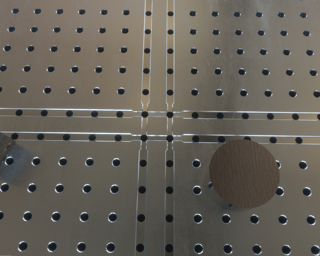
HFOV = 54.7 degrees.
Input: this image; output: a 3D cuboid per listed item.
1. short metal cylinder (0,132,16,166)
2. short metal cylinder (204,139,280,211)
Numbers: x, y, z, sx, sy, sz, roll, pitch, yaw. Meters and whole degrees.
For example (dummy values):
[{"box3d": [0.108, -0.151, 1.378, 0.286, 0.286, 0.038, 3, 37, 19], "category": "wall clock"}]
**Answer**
[{"box3d": [-0.226, 0.018, 0.374, 0.080, 0.080, 0.050, 25, 72, 8], "category": "short metal cylinder"}, {"box3d": [0.097, 0.059, 0.377, 0.081, 0.050, 0.080, 0, 70, 0], "category": "short metal cylinder"}]
